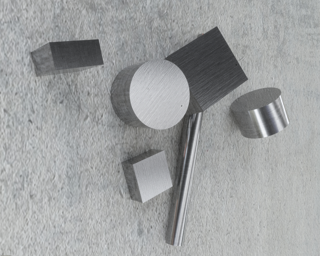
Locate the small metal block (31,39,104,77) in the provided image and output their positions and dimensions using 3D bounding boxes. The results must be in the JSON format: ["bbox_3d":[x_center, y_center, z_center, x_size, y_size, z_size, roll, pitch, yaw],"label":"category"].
[{"bbox_3d":[-0.093,-0.070,0.310,0.050,0.050,0.025,-17,101,-39],"label":"small metal block"}]

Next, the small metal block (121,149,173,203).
[{"bbox_3d":[-0.016,0.059,0.392,0.050,0.025,0.050,-22,104,-38],"label":"small metal block"}]

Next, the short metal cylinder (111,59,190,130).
[{"bbox_3d":[-0.012,-0.039,0.372,0.081,0.050,0.079,-2,94,-33],"label":"short metal cylinder"}]

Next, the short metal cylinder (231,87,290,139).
[{"bbox_3d":[0.163,-0.025,0.505,0.080,0.080,0.050,-39,114,-33],"label":"short metal cylinder"}]

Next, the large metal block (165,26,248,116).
[{"bbox_3d":[0.054,-0.073,0.410,0.080,0.050,0.080,-36,98,-19],"label":"large metal block"}]

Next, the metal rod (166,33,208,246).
[{"bbox_3d":[0.044,0.011,0.441,0.025,0.025,0.299,16,80,-39],"label":"metal rod"}]
